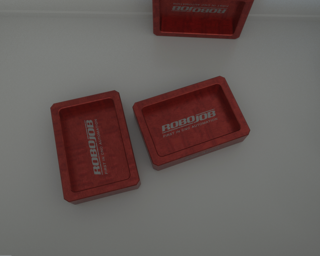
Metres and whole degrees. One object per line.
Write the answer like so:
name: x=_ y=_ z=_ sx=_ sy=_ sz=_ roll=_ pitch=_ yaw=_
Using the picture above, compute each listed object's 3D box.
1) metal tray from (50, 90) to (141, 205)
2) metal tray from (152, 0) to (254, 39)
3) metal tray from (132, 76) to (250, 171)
metal tray: x=-0.083 y=0.023 z=0.397 sx=0.091 sy=0.030 sz=0.130 roll=-13 pitch=71 yaw=-5
metal tray: x=0.056 y=-0.167 z=0.436 sx=0.131 sy=0.090 sz=0.030 roll=3 pitch=70 yaw=0
metal tray: x=0.039 y=-0.008 z=0.410 sx=0.131 sy=0.030 sz=0.090 roll=-18 pitch=71 yaw=-7
